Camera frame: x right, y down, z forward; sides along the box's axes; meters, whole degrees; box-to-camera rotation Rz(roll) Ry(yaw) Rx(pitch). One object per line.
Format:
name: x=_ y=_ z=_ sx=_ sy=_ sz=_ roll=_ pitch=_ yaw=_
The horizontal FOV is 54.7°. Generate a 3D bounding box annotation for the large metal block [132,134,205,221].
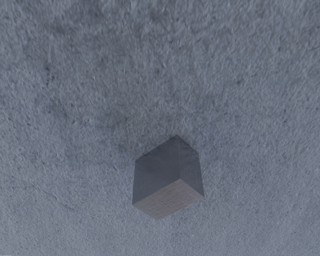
large metal block: x=0.010 y=0.069 z=0.430 sx=0.080 sy=0.080 sz=0.050 roll=-33 pitch=123 yaw=25
